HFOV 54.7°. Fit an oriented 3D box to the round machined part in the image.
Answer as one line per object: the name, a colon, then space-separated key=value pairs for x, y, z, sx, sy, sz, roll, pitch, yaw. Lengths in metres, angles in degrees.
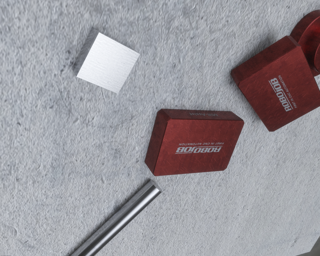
round machined part: x=0.237 y=-0.119 z=0.454 sx=0.099 sy=0.042 sz=0.097 roll=-14 pitch=125 yaw=-21

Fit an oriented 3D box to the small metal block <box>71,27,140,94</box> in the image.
small metal block: x=-0.058 y=-0.072 z=0.332 sx=0.050 sy=0.025 sz=0.050 roll=21 pitch=107 yaw=-36

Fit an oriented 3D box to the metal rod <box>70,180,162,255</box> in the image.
metal rod: x=-0.114 y=0.189 z=0.462 sx=0.300 sy=0.025 sz=0.025 roll=-44 pitch=130 yaw=2

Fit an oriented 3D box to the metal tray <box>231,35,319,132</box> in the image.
metal tray: x=0.172 y=-0.057 z=0.446 sx=0.090 sy=0.030 sz=0.130 roll=-32 pitch=132 yaw=18

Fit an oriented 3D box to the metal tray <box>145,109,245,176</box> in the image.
metal tray: x=0.051 y=0.021 z=0.446 sx=0.131 sy=0.030 sz=0.089 roll=0 pitch=118 yaw=-29
